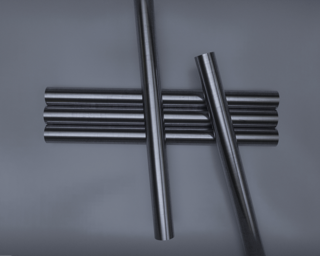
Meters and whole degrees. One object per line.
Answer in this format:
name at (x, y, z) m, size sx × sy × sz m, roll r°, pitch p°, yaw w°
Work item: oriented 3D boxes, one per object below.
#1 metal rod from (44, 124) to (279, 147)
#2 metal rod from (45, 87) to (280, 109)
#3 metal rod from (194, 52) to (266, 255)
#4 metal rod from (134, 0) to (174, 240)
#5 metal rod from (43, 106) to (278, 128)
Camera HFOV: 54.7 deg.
metal rod at (0.003, 0.010, 0.410) m, size 0.302 × 0.025 × 0.025 m, roll 1°, pitch 90°, yaw -1°
metal rod at (0.003, -0.040, 0.410) m, size 0.302 × 0.025 × 0.025 m, roll 1°, pitch 90°, yaw -1°
metal rod at (0.094, 0.054, 0.391) m, size 0.025 × 0.025 × 0.298 m, roll -16°, pitch 97°, yaw 0°
metal rod at (-0.007, -0.013, 0.385) m, size 0.025 × 0.025 × 0.298 m, roll -5°, pitch 90°, yaw -1°
metal rod at (0.002, -0.015, 0.410) m, size 0.302 × 0.025 × 0.025 m, roll 1°, pitch 90°, yaw -1°
